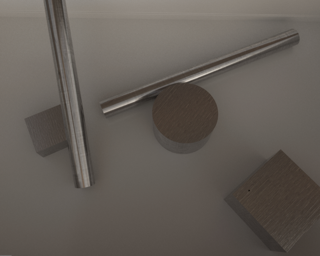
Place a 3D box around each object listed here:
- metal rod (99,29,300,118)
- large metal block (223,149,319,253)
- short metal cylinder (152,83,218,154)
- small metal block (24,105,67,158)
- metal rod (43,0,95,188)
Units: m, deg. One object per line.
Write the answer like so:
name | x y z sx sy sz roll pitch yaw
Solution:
metal rod | 0.061 -0.080 0.439 0.302 0.025 0.025 -22 72 -8
large metal block | 0.137 0.086 0.367 0.080 0.050 0.080 -39 75 -13
short metal cylinder | 0.031 -0.011 0.401 0.081 0.050 0.080 0 70 0
small metal block | -0.141 0.004 0.407 0.050 0.025 0.050 -24 72 -9
metal rod | -0.114 -0.076 0.373 0.025 0.025 0.298 -8 95 -3
